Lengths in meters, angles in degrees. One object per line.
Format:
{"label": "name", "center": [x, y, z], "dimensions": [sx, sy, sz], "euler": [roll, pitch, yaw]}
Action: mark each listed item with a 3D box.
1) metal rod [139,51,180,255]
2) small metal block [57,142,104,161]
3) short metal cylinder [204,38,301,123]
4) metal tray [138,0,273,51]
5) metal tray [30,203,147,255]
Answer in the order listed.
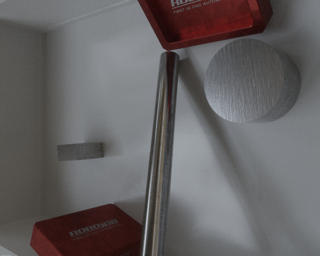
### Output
{"label": "metal rod", "center": [0.000, 0.043, 0.330], "dimensions": [0.025, 0.025, 0.299], "euler": [-18, 55, 38]}
{"label": "small metal block", "center": [-0.127, 0.037, 0.492], "dimensions": [0.050, 0.050, 0.025], "euler": [-7, 86, 39]}
{"label": "short metal cylinder", "center": [0.093, -0.045, 0.313], "dimensions": [0.080, 0.050, 0.079], "euler": [0, 90, 39]}
{"label": "metal tray", "center": [0.042, -0.137, 0.331], "dimensions": [0.130, 0.090, 0.030], "euler": [0, 45, 39]}
{"label": "metal tray", "center": [-0.087, 0.145, 0.408], "dimensions": [0.090, 0.131, 0.030], "euler": [25, 106, 37]}
